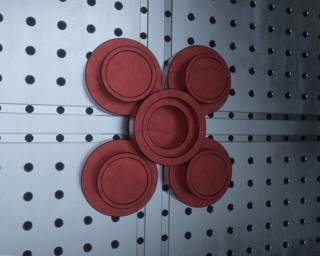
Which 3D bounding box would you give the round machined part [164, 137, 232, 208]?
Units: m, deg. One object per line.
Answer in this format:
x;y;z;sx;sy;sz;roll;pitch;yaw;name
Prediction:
0.058;0.061;0.426;0.099;0.042;0.097;0;90;-21;round machined part

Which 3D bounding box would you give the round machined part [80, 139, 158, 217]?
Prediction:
-0.048;0.063;0.387;0.099;0.042;0.097;0;90;-21;round machined part

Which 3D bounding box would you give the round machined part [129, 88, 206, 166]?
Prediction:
0.007;-0.001;0.405;0.099;0.042;0.097;0;90;-21;round machined part

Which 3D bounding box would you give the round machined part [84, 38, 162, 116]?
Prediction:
-0.043;-0.064;0.388;0.099;0.042;0.097;0;90;-21;round machined part

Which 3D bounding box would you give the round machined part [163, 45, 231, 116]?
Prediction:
0.056;-0.065;0.425;0.099;0.042;0.097;0;90;-21;round machined part
